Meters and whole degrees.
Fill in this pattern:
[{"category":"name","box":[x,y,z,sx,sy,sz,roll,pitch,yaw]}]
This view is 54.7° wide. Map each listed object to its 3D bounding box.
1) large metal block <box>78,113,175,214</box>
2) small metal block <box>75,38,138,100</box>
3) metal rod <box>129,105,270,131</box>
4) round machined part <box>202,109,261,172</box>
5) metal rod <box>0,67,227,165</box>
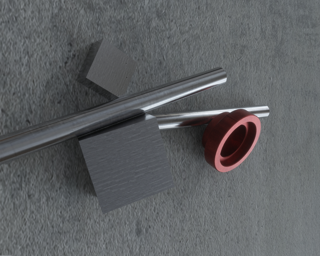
[{"category":"large metal block","box":[-0.039,0.035,0.340,0.081,0.050,0.080,-18,103,-15]},{"category":"small metal block","box":[-0.060,-0.065,0.356,0.050,0.025,0.050,31,71,-36]},{"category":"metal rod","box":[0.074,-0.017,0.469,0.302,0.025,0.025,-7,95,-40]},{"category":"round machined part","box":[0.102,0.014,0.465,0.099,0.042,0.097,-24,133,-29]},{"category":"metal rod","box":[-0.037,-0.023,0.346,0.302,0.025,0.025,-22,105,-31]}]
